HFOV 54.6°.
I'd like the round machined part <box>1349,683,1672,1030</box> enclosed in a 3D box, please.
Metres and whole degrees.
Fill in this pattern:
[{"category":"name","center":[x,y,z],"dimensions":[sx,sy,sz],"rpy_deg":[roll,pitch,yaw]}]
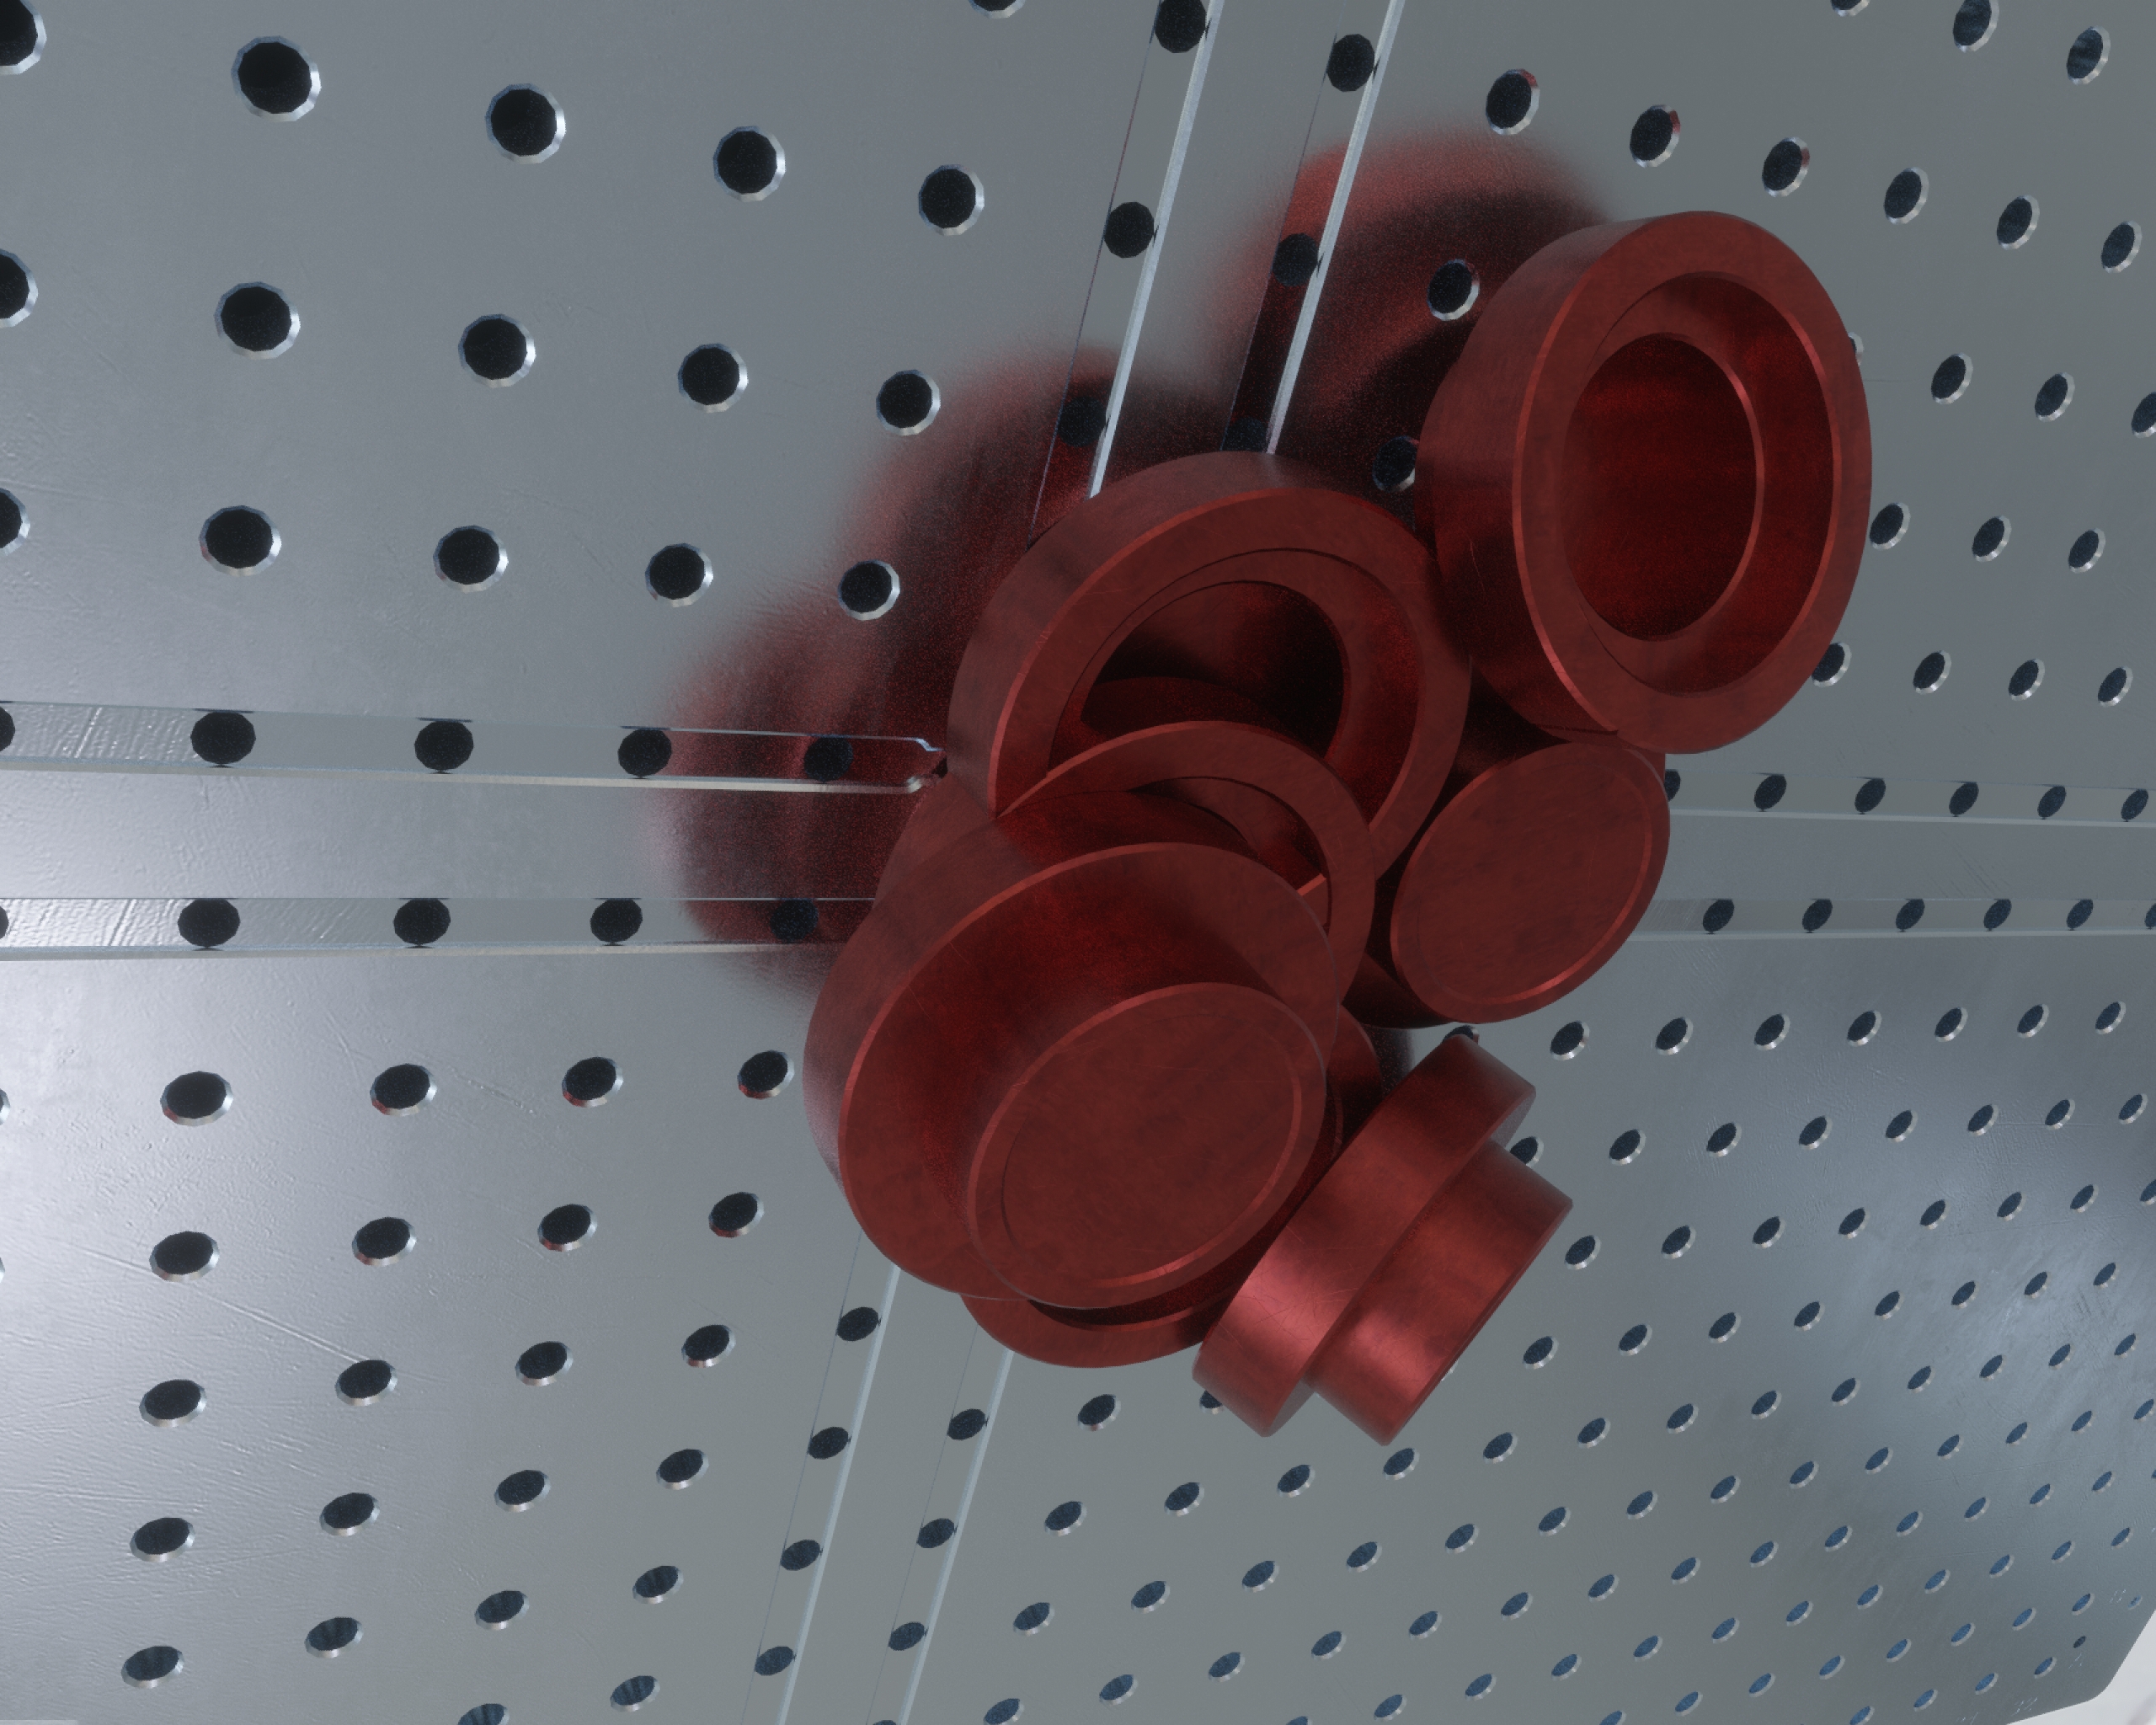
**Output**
[{"category":"round machined part","center":[0.085,-0.005,0.442],"dimensions":[0.099,0.042,0.097],"rpy_deg":[-14,124,-21]}]

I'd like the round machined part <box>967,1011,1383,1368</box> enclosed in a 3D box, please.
[{"category":"round machined part","center":[0.011,0.055,0.439],"dimensions":[0.099,0.042,0.097],"rpy_deg":[-14,124,-21]}]

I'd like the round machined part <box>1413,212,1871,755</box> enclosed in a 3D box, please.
[{"category":"round machined part","center":[0.103,-0.071,0.397],"dimensions":[0.099,0.042,0.097],"rpy_deg":[-6,101,-34]}]

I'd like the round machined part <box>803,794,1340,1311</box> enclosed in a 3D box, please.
[{"category":"round machined part","center":[0.005,0.040,0.372],"dimensions":[0.099,0.042,0.097],"rpy_deg":[-14,124,-21]}]

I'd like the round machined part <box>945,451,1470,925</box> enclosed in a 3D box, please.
[{"category":"round machined part","center":[0.021,-0.031,0.392],"dimensions":[0.099,0.042,0.097],"rpy_deg":[-14,124,-21]}]

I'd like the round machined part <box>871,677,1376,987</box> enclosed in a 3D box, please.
[{"category":"round machined part","center":[0.005,0.008,0.407],"dimensions":[0.099,0.042,0.097],"rpy_deg":[-14,124,-21]}]

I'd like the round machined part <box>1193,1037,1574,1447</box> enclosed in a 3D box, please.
[{"category":"round machined part","center":[0.072,0.089,0.462],"dimensions":[0.098,0.042,0.098],"rpy_deg":[-46,162,-19]}]
